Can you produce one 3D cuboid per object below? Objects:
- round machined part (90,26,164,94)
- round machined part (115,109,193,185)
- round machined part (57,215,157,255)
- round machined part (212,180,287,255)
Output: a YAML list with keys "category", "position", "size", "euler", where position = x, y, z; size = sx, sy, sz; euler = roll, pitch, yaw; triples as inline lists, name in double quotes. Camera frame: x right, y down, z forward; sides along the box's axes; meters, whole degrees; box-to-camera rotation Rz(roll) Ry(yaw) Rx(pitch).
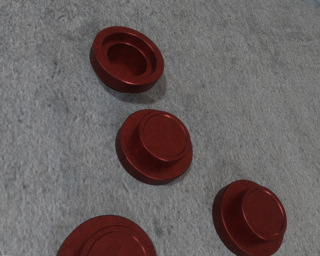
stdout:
- category: "round machined part"
  position: [-0.047, -0.087, 0.422]
  size: [0.099, 0.042, 0.098]
  euler: [14, 56, -21]
- category: "round machined part"
  position: [-0.002, 0.018, 0.383]
  size: [0.099, 0.042, 0.098]
  euler: [14, 56, -21]
- category: "round machined part"
  position: [-0.046, 0.130, 0.290]
  size: [0.099, 0.042, 0.098]
  euler: [14, 56, -21]
- category: "round machined part"
  position: [0.119, 0.111, 0.391]
  size: [0.099, 0.042, 0.098]
  euler: [14, 56, -21]
